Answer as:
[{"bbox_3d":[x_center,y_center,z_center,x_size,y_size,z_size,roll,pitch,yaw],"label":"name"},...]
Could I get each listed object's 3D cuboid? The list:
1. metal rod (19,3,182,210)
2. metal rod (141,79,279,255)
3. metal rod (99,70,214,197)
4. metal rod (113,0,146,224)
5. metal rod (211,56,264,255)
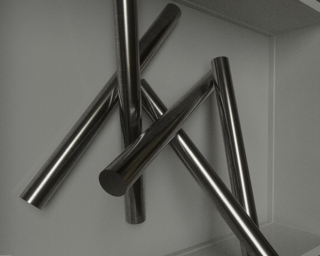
[{"bbox_3d":[-0.054,-0.043,0.362,0.025,0.025,0.300,47,62,-30],"label":"metal rod"},{"bbox_3d":[0.058,0.064,0.355,0.025,0.025,0.299,-27,74,-37],"label":"metal rod"},{"bbox_3d":[0.025,-0.020,0.362,0.301,0.025,0.025,-45,120,-54],"label":"metal rod"},{"bbox_3d":[-0.034,-0.031,0.348,0.025,0.025,0.298,-14,109,-40],"label":"metal rod"},{"bbox_3d":[0.098,0.047,0.391,0.025,0.025,0.299,10,66,-40],"label":"metal rod"}]
